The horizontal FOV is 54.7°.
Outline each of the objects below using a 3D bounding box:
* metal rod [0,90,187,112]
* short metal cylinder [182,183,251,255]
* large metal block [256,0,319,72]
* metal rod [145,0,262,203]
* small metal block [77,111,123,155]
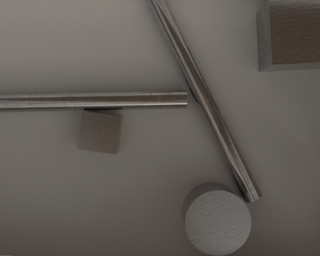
[{"bbox_3d":[-0.116,-0.035,0.409,0.302,0.025,0.025,-1,90,-1],"label":"metal rod"},{"bbox_3d":[0.071,0.115,0.400,0.081,0.050,0.079,0,90,-1],"label":"short metal cylinder"},{"bbox_3d":[0.174,-0.119,0.401,0.081,0.050,0.079,-3,90,-1],"label":"large metal block"},{"bbox_3d":[0.058,-0.041,0.412,0.025,0.025,0.299,-26,90,0],"label":"metal rod"},{"bbox_3d":[-0.079,0.006,0.410,0.050,0.025,0.050,8,90,-1],"label":"small metal block"}]
